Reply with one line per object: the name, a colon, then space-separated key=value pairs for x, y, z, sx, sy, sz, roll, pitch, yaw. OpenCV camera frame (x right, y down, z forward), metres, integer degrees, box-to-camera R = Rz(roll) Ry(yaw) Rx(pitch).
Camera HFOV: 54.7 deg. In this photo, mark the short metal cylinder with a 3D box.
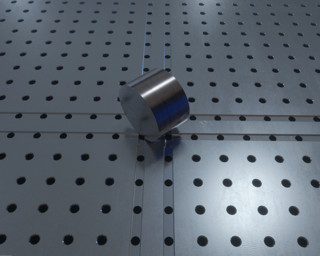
short metal cylinder: x=-0.008 y=-0.030 z=0.396 sx=0.050 sy=0.080 sz=0.080 roll=-33 pitch=58 yaw=-25
